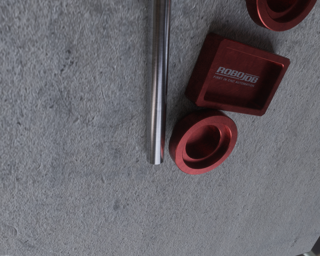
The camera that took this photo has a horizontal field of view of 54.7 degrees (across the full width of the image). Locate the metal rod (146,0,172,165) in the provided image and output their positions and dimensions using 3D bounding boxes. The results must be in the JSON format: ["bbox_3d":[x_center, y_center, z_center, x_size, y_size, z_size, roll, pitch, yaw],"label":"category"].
[{"bbox_3d":[-0.002,-0.084,0.354,0.025,0.025,0.298,-12,124,-22],"label":"metal rod"}]

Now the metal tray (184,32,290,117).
[{"bbox_3d":[0.107,-0.068,0.421,0.131,0.030,0.089,6,115,-32],"label":"metal tray"}]

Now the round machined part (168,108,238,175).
[{"bbox_3d":[0.056,0.014,0.436,0.099,0.042,0.097,-14,126,-20],"label":"round machined part"}]

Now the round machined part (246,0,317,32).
[{"bbox_3d":[0.142,-0.170,0.371,0.099,0.042,0.097,-14,125,-21],"label":"round machined part"}]
